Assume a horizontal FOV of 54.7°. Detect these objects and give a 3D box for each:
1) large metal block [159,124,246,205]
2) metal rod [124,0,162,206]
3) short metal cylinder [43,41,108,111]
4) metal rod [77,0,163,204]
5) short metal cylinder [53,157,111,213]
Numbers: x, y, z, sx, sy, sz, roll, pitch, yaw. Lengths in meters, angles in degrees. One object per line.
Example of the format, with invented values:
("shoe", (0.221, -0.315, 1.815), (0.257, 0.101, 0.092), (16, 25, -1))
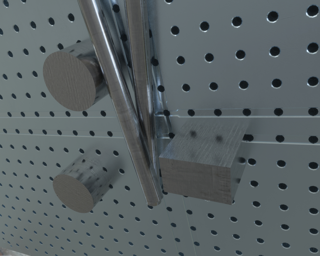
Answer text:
("large metal block", (0.055, 0.039, 0.371), (0.080, 0.080, 0.050), (6, 121, 25))
("metal rod", (-0.019, -0.014, 0.411), (0.025, 0.025, 0.298), (10, 123, 23))
("short metal cylinder", (-0.104, -0.068, 0.408), (0.080, 0.050, 0.079), (13, 124, 21))
("metal rod", (-0.050, -0.041, 0.388), (0.025, 0.025, 0.298), (-8, 107, 31))
("short metal cylinder", (-0.132, 0.096, 0.524), (0.080, 0.050, 0.079), (13, 124, 21))
